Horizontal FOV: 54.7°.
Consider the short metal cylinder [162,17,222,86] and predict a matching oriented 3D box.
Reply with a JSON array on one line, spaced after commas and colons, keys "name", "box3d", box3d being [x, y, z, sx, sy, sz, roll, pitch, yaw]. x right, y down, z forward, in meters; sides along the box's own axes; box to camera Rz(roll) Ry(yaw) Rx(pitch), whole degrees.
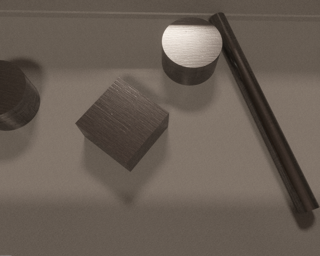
[{"name": "short metal cylinder", "box3d": [0.043, -0.107, 0.436, 0.081, 0.050, 0.080, 0, 70, 0]}]

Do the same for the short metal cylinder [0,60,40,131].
[{"name": "short metal cylinder", "box3d": [-0.208, -0.042, 0.409, 0.081, 0.050, 0.080, 0, 70, 0]}]

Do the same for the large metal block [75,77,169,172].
[{"name": "large metal block", "box3d": [-0.045, -0.004, 0.397, 0.080, 0.050, 0.080, 36, 74, 12]}]

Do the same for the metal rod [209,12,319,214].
[{"name": "metal rod", "box3d": [0.134, -0.034, 0.423, 0.025, 0.025, 0.299, -17, 71, -7]}]
